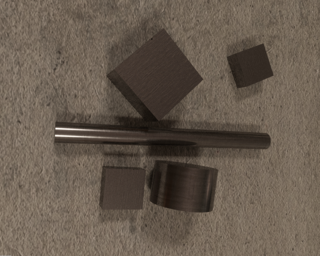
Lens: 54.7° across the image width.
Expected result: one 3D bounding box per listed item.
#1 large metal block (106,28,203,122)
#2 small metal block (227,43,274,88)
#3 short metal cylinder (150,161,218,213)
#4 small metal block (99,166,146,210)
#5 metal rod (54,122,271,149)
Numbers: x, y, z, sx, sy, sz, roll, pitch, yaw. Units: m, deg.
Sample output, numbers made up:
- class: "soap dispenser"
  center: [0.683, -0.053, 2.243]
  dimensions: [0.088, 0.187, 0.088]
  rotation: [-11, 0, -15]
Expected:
- class: "large metal block"
  center: [-0.007, -0.064, 0.394]
  dimensions: [0.080, 0.050, 0.080]
  rotation: [-44, 104, -15]
- class: "small metal block"
  center: [0.134, -0.092, 0.460]
  dimensions: [0.050, 0.025, 0.050]
  rotation: [-23, 98, -19]
- class: "short metal cylinder"
  center: [0.030, 0.071, 0.392]
  dimensions: [0.081, 0.080, 0.050]
  rotation: [9, 87, -20]
- class: "small metal block"
  center: [-0.048, 0.075, 0.392]
  dimensions: [0.050, 0.025, 0.050]
  rotation: [5, 88, -20]
- class: "metal rod"
  center: [0.018, 0.012, 0.416]
  dimensions: [0.303, 0.025, 0.025]
  rotation: [3, 89, -21]
